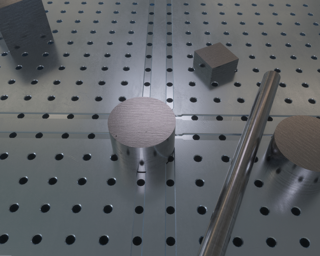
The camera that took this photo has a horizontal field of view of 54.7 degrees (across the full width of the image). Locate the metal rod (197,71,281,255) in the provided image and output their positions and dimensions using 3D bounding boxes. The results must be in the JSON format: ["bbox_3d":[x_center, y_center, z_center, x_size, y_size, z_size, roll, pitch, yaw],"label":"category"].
[{"bbox_3d":[0.109,0.027,0.385,0.025,0.025,0.301,20,53,15],"label":"metal rod"}]

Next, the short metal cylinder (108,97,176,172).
[{"bbox_3d":[-0.021,0.007,0.385,0.081,0.050,0.080,0,50,0],"label":"short metal cylinder"}]

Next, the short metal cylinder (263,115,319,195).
[{"bbox_3d":[0.170,0.031,0.367,0.081,0.050,0.080,0,50,0],"label":"short metal cylinder"}]

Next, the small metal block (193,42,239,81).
[{"bbox_3d":[0.089,-0.108,0.499,0.050,0.025,0.050,-23,54,-18],"label":"small metal block"}]

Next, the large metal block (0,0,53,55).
[{"bbox_3d":[-0.241,-0.185,0.525,0.080,0.080,0.050,-35,59,-26],"label":"large metal block"}]
